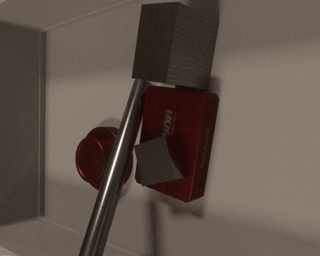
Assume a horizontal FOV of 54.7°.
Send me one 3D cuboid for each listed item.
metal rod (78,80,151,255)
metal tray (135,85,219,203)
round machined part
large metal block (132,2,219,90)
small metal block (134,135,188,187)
[{"bbox_3d":[-0.058,0.072,0.367,0.025,0.025,0.299,-6,59,39],"label":"metal rod"},{"bbox_3d":[0.018,0.016,0.387,0.090,0.030,0.129,13,98,39],"label":"metal tray"},{"bbox_3d":[-0.090,0.047,0.468,0.098,0.042,0.097,0,90,39],"label":"round machined part"},{"bbox_3d":[0.019,-0.090,0.354,0.050,0.081,0.079,14,99,39],"label":"large metal block"},{"bbox_3d":[0.000,0.039,0.365,0.050,0.025,0.050,-20,78,38],"label":"small metal block"}]
